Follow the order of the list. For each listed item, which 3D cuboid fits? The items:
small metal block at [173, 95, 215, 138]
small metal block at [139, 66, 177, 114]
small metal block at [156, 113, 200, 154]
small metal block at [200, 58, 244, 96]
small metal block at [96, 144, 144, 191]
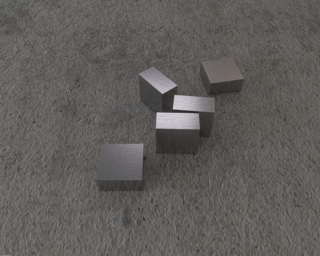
[{"bbox_3d":[0.042,-0.014,0.399,0.050,0.050,0.025,5,50,4],"label":"small metal block"},{"bbox_3d":[-0.003,-0.048,0.427,0.025,0.050,0.050,-32,57,-24],"label":"small metal block"},{"bbox_3d":[0.021,0.007,0.381,0.050,0.050,0.025,1,50,1],"label":"small metal block"},{"bbox_3d":[0.092,-0.078,0.469,0.050,0.025,0.050,-9,51,-7],"label":"small metal block"},{"bbox_3d":[-0.045,0.046,0.364,0.050,0.025,0.050,0,50,0],"label":"small metal block"}]
